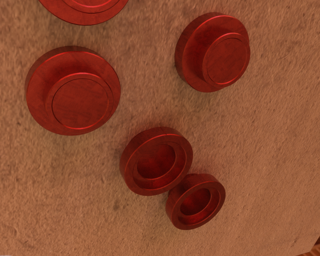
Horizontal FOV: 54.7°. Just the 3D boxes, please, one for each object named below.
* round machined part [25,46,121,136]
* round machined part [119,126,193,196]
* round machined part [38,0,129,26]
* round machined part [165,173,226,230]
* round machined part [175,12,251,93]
[{"bbox_3d":[-0.088,-0.033,0.328,0.099,0.042,0.097,-14,125,-21],"label":"round machined part"},{"bbox_3d":[-0.008,0.040,0.418,0.099,0.042,0.097,-14,125,-21],"label":"round machined part"},{"bbox_3d":[-0.066,-0.140,0.274,0.099,0.042,0.097,-14,125,-21],"label":"round machined part"},{"bbox_3d":[0.052,0.112,0.496,0.099,0.042,0.097,-14,125,-21],"label":"round machined part"},{"bbox_3d":[0.071,-0.088,0.382,0.099,0.042,0.097,-14,125,-21],"label":"round machined part"}]
